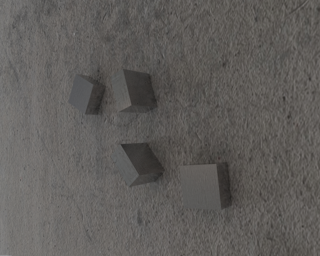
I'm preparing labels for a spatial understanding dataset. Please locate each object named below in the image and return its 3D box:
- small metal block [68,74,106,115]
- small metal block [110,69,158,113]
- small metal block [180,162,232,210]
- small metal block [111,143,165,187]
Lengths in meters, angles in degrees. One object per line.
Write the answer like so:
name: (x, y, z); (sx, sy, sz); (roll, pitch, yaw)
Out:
small metal block: (-0.119, -0.055, 0.503); (0.050, 0.025, 0.050); (32, 110, 35)
small metal block: (-0.034, -0.048, 0.417); (0.025, 0.050, 0.050); (-23, 76, 38)
small metal block: (0.053, 0.067, 0.361); (0.050, 0.025, 0.050); (-9, 84, 39)
small metal block: (-0.029, 0.047, 0.413); (0.025, 0.050, 0.050); (-50, 61, 29)
